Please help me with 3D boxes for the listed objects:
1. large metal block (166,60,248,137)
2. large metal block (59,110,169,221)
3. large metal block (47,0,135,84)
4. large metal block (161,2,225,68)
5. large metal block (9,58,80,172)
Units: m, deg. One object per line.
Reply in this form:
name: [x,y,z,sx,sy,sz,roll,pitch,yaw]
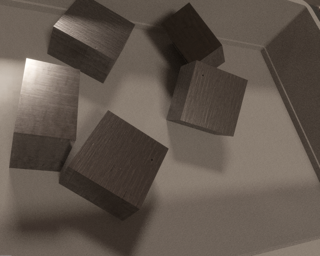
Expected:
large metal block: [0.064,-0.038,0.428,0.081,0.050,0.080,17,86,-19]
large metal block: [-0.049,0.041,0.339,0.080,0.050,0.080,33,51,-7]
large metal block: [-0.090,-0.120,0.415,0.080,0.050,0.080,28,52,-11]
large metal block: [0.053,-0.128,0.472,0.080,0.050,0.080,56,10,12]
large metal block: [-0.117,-0.009,0.314,0.050,0.080,0.080,9,58,-24]
